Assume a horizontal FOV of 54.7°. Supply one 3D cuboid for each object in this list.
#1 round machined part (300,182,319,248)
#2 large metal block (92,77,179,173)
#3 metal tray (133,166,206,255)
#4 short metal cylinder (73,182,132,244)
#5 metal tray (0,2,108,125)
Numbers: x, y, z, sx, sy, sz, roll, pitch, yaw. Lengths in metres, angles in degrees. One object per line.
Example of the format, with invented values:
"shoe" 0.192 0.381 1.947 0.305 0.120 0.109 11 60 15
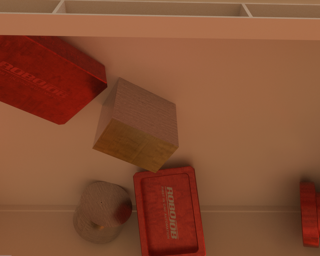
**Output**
"round machined part" 0.239 0.131 0.472 0.042 0.098 0.098 -3 132 24
"large metal block" -0.027 -0.004 0.369 0.080 0.080 0.050 24 126 -20
"metal tray" 0.014 0.125 0.456 0.090 0.129 0.030 -8 173 6
"short metal cylinder" -0.090 0.132 0.484 0.081 0.080 0.050 18 128 -15
"metal tray" -0.134 -0.059 0.330 0.090 0.030 0.131 -35 139 26
